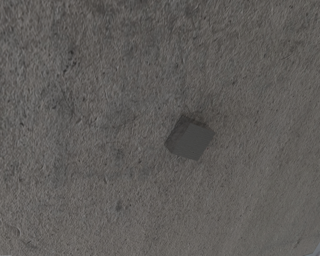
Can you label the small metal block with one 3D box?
[{"bbox_3d":[0.042,0.015,0.438,0.050,0.025,0.050,20,108,-36],"label":"small metal block"}]
